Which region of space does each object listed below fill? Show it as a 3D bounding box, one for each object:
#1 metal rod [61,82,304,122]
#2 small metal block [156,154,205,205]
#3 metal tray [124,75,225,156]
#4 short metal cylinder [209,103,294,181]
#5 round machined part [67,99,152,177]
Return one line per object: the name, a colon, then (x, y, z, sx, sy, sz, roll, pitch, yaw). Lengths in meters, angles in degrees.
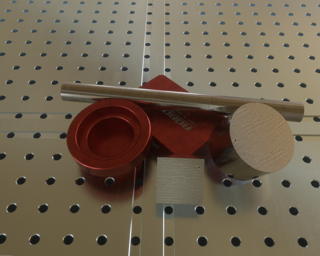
metal rod: (0.025, -0.034, 0.395, 0.302, 0.025, 0.025, 5, 50, 4)
small metal block: (0.022, 0.056, 0.343, 0.050, 0.025, 0.050, 2, 93, 1)
metal tray: (0.015, -0.012, 0.416, 0.091, 0.030, 0.130, -36, 59, -27)
short metal cylinder: (0.105, 0.017, 0.358, 0.081, 0.050, 0.080, 6, 68, -16)
round machined part: (-0.058, 0.015, 0.377, 0.099, 0.042, 0.098, -2, 56, 4)
